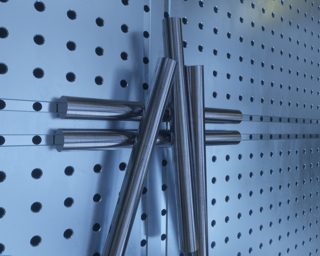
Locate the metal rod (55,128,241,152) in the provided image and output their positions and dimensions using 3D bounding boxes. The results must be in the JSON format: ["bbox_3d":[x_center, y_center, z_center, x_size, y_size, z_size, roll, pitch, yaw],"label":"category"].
[{"bbox_3d":[0.010,0.014,0.420,0.302,0.025,0.025,1,90,-40],"label":"metal rod"}]

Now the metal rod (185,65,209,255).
[{"bbox_3d":[0.052,0.065,0.431,0.025,0.025,0.298,-14,106,-40],"label":"metal rod"}]

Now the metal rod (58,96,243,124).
[{"bbox_3d":[0.013,-0.020,0.423,0.302,0.025,0.025,1,90,-40],"label":"metal rod"}]

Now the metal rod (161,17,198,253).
[{"bbox_3d":[0.026,0.012,0.401,0.025,0.025,0.298,-8,95,-40],"label":"metal rod"}]

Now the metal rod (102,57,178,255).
[{"bbox_3d":[-0.030,0.063,0.362,0.025,0.025,0.299,19,85,-39],"label":"metal rod"}]
